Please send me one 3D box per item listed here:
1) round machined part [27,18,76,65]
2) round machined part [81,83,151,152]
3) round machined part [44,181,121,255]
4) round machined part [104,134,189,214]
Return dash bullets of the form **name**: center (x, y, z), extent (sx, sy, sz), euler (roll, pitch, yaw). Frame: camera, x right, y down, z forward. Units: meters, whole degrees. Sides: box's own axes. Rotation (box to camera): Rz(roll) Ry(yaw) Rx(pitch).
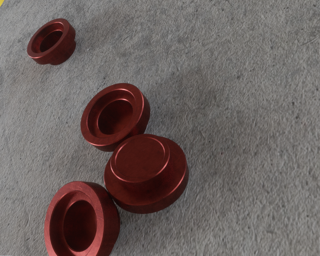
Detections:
- **round machined part**: center (-0.203, -0.161, 0.599), extent (0.098, 0.042, 0.098), euler (-13, 56, 21)
- **round machined part**: center (-0.057, -0.011, 0.430), extent (0.098, 0.042, 0.098), euler (-13, 56, 21)
- **round machined part**: center (-0.085, 0.112, 0.358), extent (0.098, 0.042, 0.098), euler (-10, 72, 33)
- **round machined part**: center (-0.018, 0.045, 0.358), extent (0.098, 0.042, 0.098), euler (-8, 46, 9)
